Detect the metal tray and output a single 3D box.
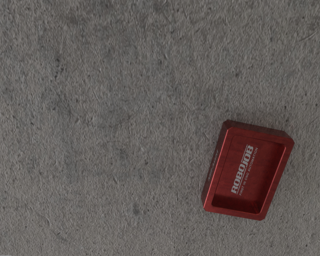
[{"bbox_3d":[0.117,0.061,0.430,0.090,0.030,0.129,11,110,-4],"label":"metal tray"}]
